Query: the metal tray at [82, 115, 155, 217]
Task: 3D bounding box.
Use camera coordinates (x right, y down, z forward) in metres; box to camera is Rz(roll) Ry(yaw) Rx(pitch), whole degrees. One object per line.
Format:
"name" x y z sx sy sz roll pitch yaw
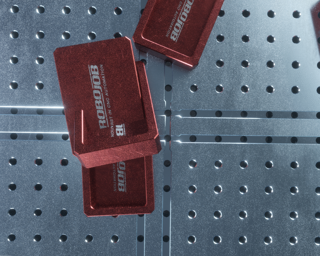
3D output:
"metal tray" -0.055 0.047 0.410 0.091 0.030 0.129 -3 90 -1

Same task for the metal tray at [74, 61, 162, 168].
"metal tray" -0.054 -0.021 0.372 0.091 0.030 0.130 -12 51 -1

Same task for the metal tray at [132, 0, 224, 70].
"metal tray" 0.029 -0.154 0.411 0.090 0.030 0.129 23 90 -1

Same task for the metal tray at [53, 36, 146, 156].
"metal tray" -0.068 -0.036 0.374 0.091 0.030 0.129 -10 92 -2
